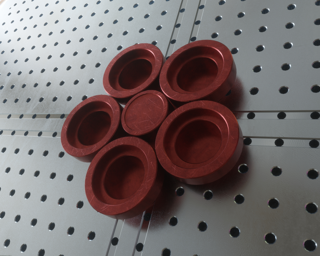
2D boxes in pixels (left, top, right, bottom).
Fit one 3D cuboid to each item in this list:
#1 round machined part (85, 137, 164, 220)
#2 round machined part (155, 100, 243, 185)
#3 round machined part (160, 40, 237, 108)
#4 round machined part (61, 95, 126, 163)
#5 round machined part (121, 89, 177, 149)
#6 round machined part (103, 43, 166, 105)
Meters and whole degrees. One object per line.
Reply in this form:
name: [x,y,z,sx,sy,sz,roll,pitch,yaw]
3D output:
round machined part: [-0.039,0.063,0.379,0.098,0.042,0.098,-13,56,21]
round machined part: [0.047,0.020,0.361,0.098,0.042,0.098,-13,56,21]
round machined part: [0.052,-0.065,0.410,0.098,0.042,0.098,-13,56,21]
round machined part: [-0.088,0.004,0.441,0.098,0.042,0.098,-13,56,21]
round machined part: [-0.012,-0.011,0.411,0.098,0.042,0.098,-13,56,21]
round machined part: [-0.032,-0.075,0.461,0.098,0.042,0.098,-13,56,21]
